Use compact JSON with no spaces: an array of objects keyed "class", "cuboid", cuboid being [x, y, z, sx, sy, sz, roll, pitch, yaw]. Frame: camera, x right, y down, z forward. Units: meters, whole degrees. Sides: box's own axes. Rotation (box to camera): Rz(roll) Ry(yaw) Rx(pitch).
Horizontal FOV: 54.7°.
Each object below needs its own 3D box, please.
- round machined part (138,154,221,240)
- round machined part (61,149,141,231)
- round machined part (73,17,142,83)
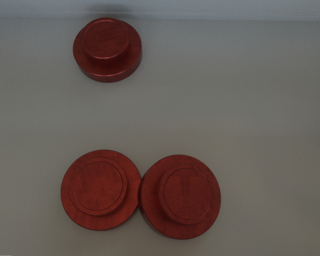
[{"class":"round machined part","cuboid":[0.026,0.078,0.360,0.099,0.042,0.098,5,71,-14]},{"class":"round machined part","cuboid":[-0.071,0.073,0.373,0.099,0.042,0.098,0,70,0]},{"class":"round machined part","cuboid":[-0.076,-0.118,0.443,0.099,0.042,0.098,0,70,0]}]
